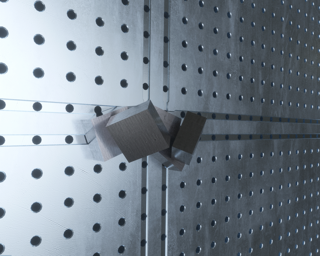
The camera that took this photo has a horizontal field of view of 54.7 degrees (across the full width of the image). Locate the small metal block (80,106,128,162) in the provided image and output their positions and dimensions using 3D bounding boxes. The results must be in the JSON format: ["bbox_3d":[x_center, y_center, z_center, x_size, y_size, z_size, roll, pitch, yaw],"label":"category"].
[{"bbox_3d":[-0.058,0.006,0.362,0.050,0.025,0.050,-25,106,-37],"label":"small metal block"}]

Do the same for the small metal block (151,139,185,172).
[{"bbox_3d":[0.017,0.025,0.426,0.050,0.025,0.050,43,64,-32],"label":"small metal block"}]

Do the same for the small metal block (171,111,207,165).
[{"bbox_3d":[0.036,0.014,0.390,0.050,0.025,0.050,88,25,-68],"label":"small metal block"}]

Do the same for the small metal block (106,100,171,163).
[{"bbox_3d":[-0.023,0.004,0.339,0.050,0.050,0.025,61,17,-23],"label":"small metal block"}]

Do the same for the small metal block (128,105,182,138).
[{"bbox_3d":[-0.010,-0.008,0.386,0.050,0.050,0.025,24,75,-38],"label":"small metal block"}]
